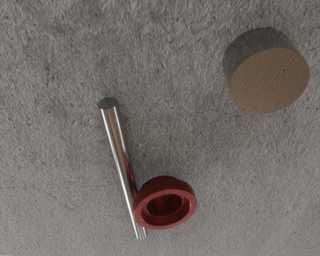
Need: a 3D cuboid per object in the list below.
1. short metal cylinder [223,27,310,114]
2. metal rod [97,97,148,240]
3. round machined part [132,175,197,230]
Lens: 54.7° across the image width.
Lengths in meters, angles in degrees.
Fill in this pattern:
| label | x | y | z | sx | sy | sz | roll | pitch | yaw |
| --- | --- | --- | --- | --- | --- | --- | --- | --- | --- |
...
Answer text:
| label | x | y | z | sx | sy | sz | roll | pitch | yaw |
| --- | --- | --- | --- | --- | --- | --- | --- | --- | --- |
| short metal cylinder | 0.113 | -0.062 | 0.340 | 0.081 | 0.050 | 0.079 | 0 | 130 | 0 |
| metal rod | -0.049 | 0.082 | 0.476 | 0.025 | 0.025 | 0.298 | -5 | 130 | 3 |
| round machined part | 0.005 | 0.113 | 0.484 | 0.099 | 0.042 | 0.097 | -7 | 129 | -9 |
